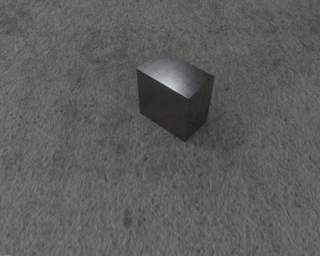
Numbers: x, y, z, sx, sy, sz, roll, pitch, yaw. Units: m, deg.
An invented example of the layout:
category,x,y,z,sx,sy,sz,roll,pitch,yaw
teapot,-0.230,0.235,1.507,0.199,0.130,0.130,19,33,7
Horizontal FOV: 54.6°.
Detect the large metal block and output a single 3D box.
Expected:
category,x,y,z,sx,sy,sz,roll,pitch,yaw
large metal block,0.018,-0.041,0.403,0.080,0.080,0.050,34,58,25
